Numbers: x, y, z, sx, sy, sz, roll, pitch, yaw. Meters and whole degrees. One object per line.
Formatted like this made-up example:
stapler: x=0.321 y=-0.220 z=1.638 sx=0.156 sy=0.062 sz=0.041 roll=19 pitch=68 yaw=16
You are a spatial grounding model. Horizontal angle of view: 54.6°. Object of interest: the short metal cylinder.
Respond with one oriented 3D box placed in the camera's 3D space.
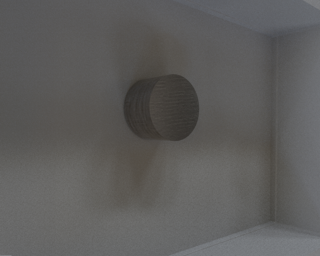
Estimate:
short metal cylinder: x=0.003 y=-0.024 z=0.389 sx=0.081 sy=0.050 sz=0.080 roll=0 pitch=90 yaw=-40
